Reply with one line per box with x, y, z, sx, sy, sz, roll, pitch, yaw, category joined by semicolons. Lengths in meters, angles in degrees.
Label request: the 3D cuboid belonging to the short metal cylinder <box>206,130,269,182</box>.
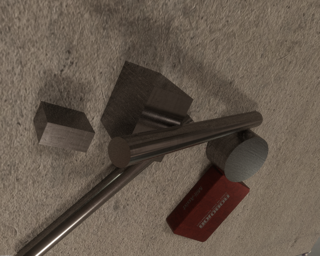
0.119;0.037;0.481;0.081;0.050;0.079;-14;124;-21;short metal cylinder

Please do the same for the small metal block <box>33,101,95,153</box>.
-0.104;-0.001;0.334;0.050;0.050;0.025;16;110;-35;small metal block

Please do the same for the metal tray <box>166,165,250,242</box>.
0.084;0.133;0.534;0.090;0.030;0.130;32;100;-39;metal tray

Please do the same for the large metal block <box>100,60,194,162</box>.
-0.019;-0.020;0.350;0.050;0.080;0.080;14;111;-34;large metal block

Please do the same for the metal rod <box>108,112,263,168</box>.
0.058;0.003;0.365;0.302;0.025;0.025;-10;127;-52;metal rod

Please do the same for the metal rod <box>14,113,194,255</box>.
-0.073;0.084;0.420;0.300;0.025;0.025;-40;130;-1;metal rod
